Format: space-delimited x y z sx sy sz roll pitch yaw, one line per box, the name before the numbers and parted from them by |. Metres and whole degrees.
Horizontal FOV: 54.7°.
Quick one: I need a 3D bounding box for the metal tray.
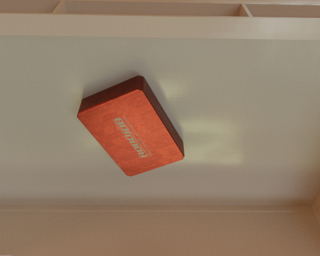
metal tray | -0.034 0.004 0.408 0.090 0.030 0.130 -21 128 16
